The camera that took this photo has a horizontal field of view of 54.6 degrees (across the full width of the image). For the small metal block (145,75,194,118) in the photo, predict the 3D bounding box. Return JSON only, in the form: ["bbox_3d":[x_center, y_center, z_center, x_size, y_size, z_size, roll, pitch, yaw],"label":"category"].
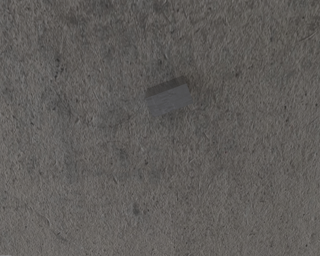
[{"bbox_3d":[0.011,-0.040,0.382,0.050,0.050,0.025,-20,109,7],"label":"small metal block"}]
